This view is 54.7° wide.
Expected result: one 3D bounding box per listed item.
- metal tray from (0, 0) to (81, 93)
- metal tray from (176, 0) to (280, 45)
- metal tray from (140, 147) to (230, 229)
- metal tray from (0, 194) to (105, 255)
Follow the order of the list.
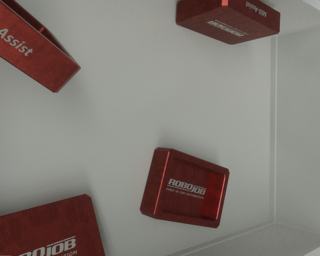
[{"bbox_3d":[-0.128,-0.089,0.233,0.030,0.090,0.130,-46,140,3],"label":"metal tray"},{"bbox_3d":[0.100,-0.158,0.446,0.131,0.090,0.030,5,87,-40],"label":"metal tray"},{"bbox_3d":[0.040,0.087,0.436,0.131,0.030,0.090,22,76,-38],"label":"metal tray"},{"bbox_3d":[-0.119,0.121,0.286,0.131,0.030,0.090,-8,77,-40],"label":"metal tray"}]
